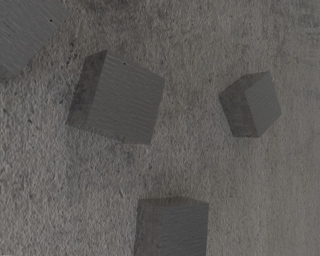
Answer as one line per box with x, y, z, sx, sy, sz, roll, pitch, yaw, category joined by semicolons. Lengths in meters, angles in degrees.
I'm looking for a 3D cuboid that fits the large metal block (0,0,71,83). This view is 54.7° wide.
-0.142;-0.098;0.269;0.080;0.050;0.080;44;64;-31;large metal block

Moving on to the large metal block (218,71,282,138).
0.151;-0.039;0.515;0.080;0.050;0.080;-37;113;-34;large metal block

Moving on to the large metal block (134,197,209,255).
0.016;0.135;0.402;0.081;0.050;0.080;7;86;-40;large metal block

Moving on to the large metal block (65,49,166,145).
-0.048;-0.030;0.348;0.080;0.050;0.080;21;77;-38;large metal block
